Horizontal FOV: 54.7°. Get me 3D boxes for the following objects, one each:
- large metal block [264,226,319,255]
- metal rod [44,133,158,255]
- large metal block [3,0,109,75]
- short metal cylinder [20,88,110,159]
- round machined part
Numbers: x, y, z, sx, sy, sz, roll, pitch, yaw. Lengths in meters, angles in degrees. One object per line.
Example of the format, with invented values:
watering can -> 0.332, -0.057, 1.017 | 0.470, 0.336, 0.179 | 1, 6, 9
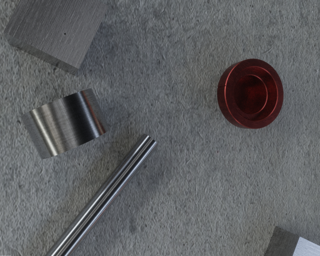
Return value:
large metal block -> 0.210, 0.210, 0.476 | 0.080, 0.050, 0.080 | 28, 81, -18
metal rod -> -0.103, 0.129, 0.371 | 0.025, 0.025, 0.300 | 42, 76, -16
large metal block -> -0.116, -0.117, 0.353 | 0.080, 0.050, 0.080 | 26, 82, -19
short metal cylinder -> -0.103, -0.006, 0.342 | 0.081, 0.080, 0.050 | -25, 99, -19
round machined part -> 0.125, -0.048, 0.448 | 0.099, 0.042, 0.097 | 0, 90, -21
